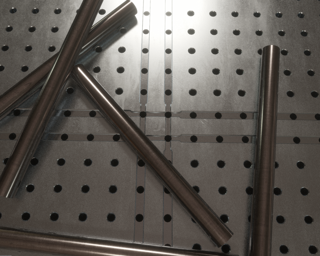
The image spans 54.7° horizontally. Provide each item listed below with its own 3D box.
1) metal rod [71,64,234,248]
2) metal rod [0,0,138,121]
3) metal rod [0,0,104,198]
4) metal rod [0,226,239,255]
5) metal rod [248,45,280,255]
[{"bbox_3d":[-0.021,0.025,0.402,0.025,0.025,0.300,-39,75,-13],"label":"metal rod"},{"bbox_3d":[-0.150,-0.088,0.442,0.301,0.025,0.025,-43,76,-14],"label":"metal rod"},{"bbox_3d":[-0.141,-0.055,0.411,0.025,0.025,0.299,19,78,6],"label":"metal rod"},{"bbox_3d":[-0.061,0.142,0.359,0.302,0.025,0.025,6,70,2],"label":"metal rod"},{"bbox_3d":[0.138,0.024,0.404,0.025,0.025,0.299,9,70,3],"label":"metal rod"}]
